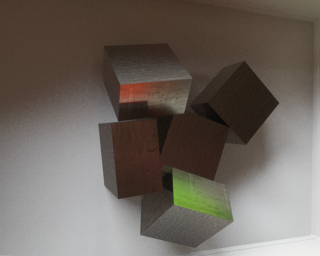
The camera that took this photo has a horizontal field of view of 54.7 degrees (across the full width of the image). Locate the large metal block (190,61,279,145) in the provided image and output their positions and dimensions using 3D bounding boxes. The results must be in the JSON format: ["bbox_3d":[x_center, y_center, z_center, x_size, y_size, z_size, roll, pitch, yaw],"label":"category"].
[{"bbox_3d":[0.105,-0.034,0.436,0.080,0.050,0.080,46,76,-15],"label":"large metal block"}]

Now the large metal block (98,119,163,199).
[{"bbox_3d":[-0.038,0.032,0.367,0.050,0.080,0.079,-6,92,-20],"label":"large metal block"}]

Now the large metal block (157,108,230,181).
[{"bbox_3d":[0.035,0.024,0.411,0.080,0.050,0.080,20,83,-19],"label":"large metal block"}]

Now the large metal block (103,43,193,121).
[{"bbox_3d":[-0.019,-0.057,0.367,0.081,0.080,0.050,-8,135,-19],"label":"large metal block"}]

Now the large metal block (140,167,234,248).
[{"bbox_3d":[0.030,0.102,0.386,0.080,0.080,0.050,21,41,-21],"label":"large metal block"}]
